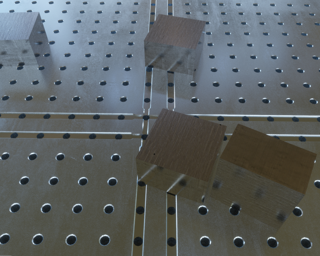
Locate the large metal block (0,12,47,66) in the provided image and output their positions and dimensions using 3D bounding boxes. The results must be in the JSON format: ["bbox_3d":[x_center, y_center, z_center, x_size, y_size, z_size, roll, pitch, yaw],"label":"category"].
[{"bbox_3d":[-0.242,-0.148,0.515,0.080,0.050,0.080,-2,50,-2],"label":"large metal block"}]

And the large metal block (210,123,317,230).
[{"bbox_3d":[0.105,0.052,0.329,0.080,0.080,0.050,23,54,18],"label":"large metal block"}]

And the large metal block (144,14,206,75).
[{"bbox_3d":[0.026,-0.138,0.508,0.080,0.050,0.080,13,51,10],"label":"large metal block"}]

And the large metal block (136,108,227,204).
[{"bbox_3d":[0.026,0.031,0.366,0.080,0.050,0.080,17,52,13],"label":"large metal block"}]
